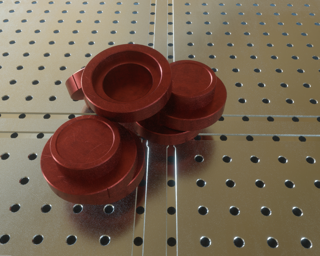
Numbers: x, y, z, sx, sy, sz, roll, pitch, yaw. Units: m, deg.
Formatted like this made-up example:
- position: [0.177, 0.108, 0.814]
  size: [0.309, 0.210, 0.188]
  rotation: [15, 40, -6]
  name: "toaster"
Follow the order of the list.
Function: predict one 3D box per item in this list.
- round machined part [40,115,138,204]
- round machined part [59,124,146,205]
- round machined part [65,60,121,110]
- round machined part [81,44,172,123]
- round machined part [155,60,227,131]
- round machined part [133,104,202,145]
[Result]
- position: [-0.073, 0.025, 0.320]
  size: [0.099, 0.042, 0.098]
  rotation: [0, 50, 0]
  name: "round machined part"
- position: [-0.066, 0.031, 0.343]
  size: [0.099, 0.042, 0.098]
  rotation: [0, 50, 0]
  name: "round machined part"
- position: [-0.072, -0.056, 0.419]
  size: [0.099, 0.098, 0.042]
  rotation: [-22, 89, -17]
  name: "round machined part"
- position: [-0.035, -0.046, 0.352]
  size: [0.098, 0.042, 0.098]
  rotation: [-1, 58, 2]
  name: "round machined part"
- position: [0.033, -0.047, 0.380]
  size: [0.099, 0.042, 0.098]
  rotation: [0, 49, 0]
  name: "round machined part"
- position: [0.011, -0.029, 0.394]
  size: [0.099, 0.042, 0.098]
  rotation: [0, 50, 0]
  name: "round machined part"
